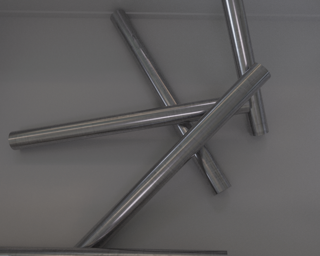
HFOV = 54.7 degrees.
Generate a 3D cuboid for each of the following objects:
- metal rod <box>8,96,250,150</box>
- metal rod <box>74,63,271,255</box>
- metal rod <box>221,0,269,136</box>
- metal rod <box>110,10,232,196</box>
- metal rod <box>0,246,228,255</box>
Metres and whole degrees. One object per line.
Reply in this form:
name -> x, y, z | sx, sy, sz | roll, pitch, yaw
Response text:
metal rod -> -0.041, -0.007, 0.392 | 0.302, 0.025, 0.025 | -9, 70, 4
metal rod -> 0.013, 0.040, 0.357 | 0.300, 0.025, 0.025 | -45, 76, -1
metal rod -> 0.093, -0.134, 0.379 | 0.025, 0.025, 0.298 | -17, 102, -6
metal rod -> 0.007, -0.046, 0.426 | 0.025, 0.025, 0.299 | -27, 72, -9
metal rod -> -0.082, 0.141, 0.329 | 0.301, 0.025, 0.025 | -2, 70, 9
